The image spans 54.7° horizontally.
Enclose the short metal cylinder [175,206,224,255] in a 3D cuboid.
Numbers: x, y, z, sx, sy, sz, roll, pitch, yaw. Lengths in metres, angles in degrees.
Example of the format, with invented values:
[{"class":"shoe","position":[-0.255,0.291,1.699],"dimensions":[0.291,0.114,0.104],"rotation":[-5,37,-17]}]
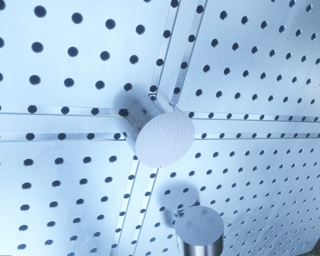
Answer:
[{"class":"short metal cylinder","position":[0.067,0.179,0.523],"dimensions":[0.081,0.080,0.050],"rotation":[-20,126,-17]}]

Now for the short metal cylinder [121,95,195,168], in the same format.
[{"class":"short metal cylinder","position":[-0.003,0.004,0.396],"dimensions":[0.081,0.050,0.079],"rotation":[-14,124,-21]}]
